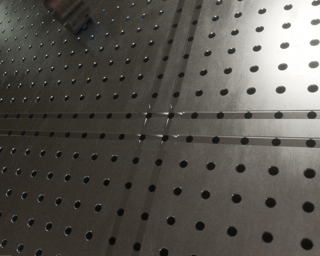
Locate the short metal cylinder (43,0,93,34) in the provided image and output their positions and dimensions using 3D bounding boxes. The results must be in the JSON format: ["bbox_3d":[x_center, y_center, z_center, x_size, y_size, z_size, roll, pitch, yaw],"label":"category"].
[{"bbox_3d":[-0.179,-0.231,0.606,0.050,0.080,0.080,-49,52,-6],"label":"short metal cylinder"}]
